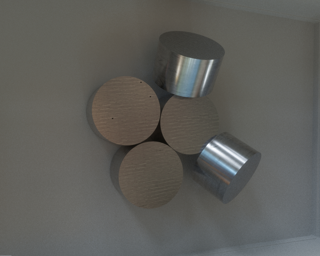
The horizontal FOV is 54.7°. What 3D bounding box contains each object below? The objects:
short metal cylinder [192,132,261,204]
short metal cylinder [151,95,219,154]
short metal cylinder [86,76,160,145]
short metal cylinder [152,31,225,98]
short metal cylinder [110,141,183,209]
[{"bbox_3d":[0.088,0.052,0.408,0.080,0.050,0.080,-35,145,-29],"label":"short metal cylinder"},{"bbox_3d":[0.029,-0.007,0.407,0.081,0.050,0.079,0,90,-21],"label":"short metal cylinder"},{"bbox_3d":[-0.046,-0.020,0.379,0.081,0.050,0.079,0,90,-21],"label":"short metal cylinder"},{"bbox_3d":[0.034,-0.081,0.386,0.081,0.080,0.050,-3,130,-20],"label":"short metal cylinder"},{"bbox_3d":[-0.018,0.055,0.390,0.081,0.050,0.079,0,90,-21],"label":"short metal cylinder"}]
